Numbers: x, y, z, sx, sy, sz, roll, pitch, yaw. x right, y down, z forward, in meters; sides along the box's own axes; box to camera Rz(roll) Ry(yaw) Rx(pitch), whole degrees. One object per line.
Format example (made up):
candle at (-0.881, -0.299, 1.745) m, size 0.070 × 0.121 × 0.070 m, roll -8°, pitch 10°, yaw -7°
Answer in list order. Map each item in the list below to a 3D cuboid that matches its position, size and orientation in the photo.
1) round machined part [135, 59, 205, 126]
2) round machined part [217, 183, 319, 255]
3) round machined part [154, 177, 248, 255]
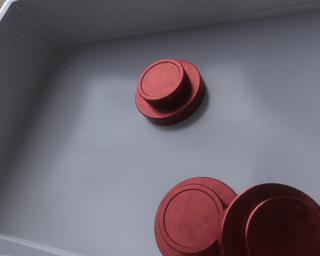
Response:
round machined part at (0.009, -0.056, 0.425) m, size 0.098 × 0.042 × 0.098 m, roll -13°, pitch 56°, yaw 21°
round machined part at (0.100, 0.094, 0.259) m, size 0.099 × 0.042 × 0.098 m, roll 0°, pitch 68°, yaw -1°
round machined part at (0.038, 0.096, 0.316) m, size 0.098 × 0.042 × 0.098 m, roll -13°, pitch 56°, yaw 21°
